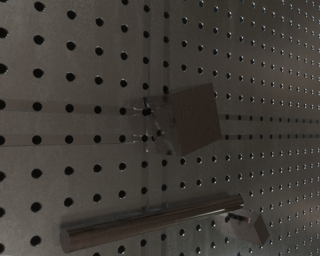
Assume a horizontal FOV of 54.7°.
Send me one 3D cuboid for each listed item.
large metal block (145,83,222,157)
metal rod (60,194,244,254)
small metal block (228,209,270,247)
[{"bbox_3d":[0.034,-0.013,0.423,0.081,0.050,0.079,-20,103,-38],"label":"large metal block"},{"bbox_3d":[0.015,0.122,0.424,0.302,0.025,0.025,1,90,-40],"label":"metal rod"},{"bbox_3d":[0.149,0.166,0.522,0.025,0.050,0.050,-40,115,-33],"label":"small metal block"}]
